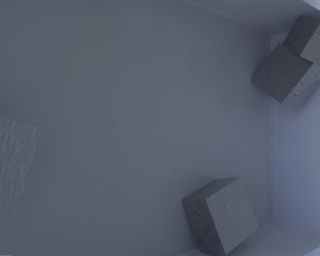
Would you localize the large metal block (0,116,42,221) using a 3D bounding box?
[{"bbox_3d":[-0.155,0.026,0.247,0.080,0.050,0.080,28,72,-54],"label":"large metal block"}]

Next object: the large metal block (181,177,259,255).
[{"bbox_3d":[0.089,0.126,0.455,0.081,0.050,0.080,-20,91,-38],"label":"large metal block"}]

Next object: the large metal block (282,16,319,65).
[{"bbox_3d":[0.249,-0.127,0.476,0.080,0.080,0.050,22,115,-9],"label":"large metal block"}]

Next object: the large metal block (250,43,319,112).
[{"bbox_3d":[0.220,-0.087,0.534,0.050,0.080,0.080,18,114,-39],"label":"large metal block"}]
